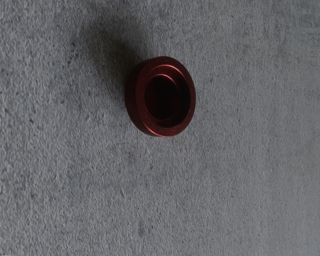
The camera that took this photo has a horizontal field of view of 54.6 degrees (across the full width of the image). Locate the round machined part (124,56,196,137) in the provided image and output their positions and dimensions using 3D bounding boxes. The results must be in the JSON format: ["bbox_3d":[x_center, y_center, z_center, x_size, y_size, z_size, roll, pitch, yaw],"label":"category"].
[{"bbox_3d":[-0.004,-0.038,0.389,0.099,0.042,0.097,0,90,-40],"label":"round machined part"}]
